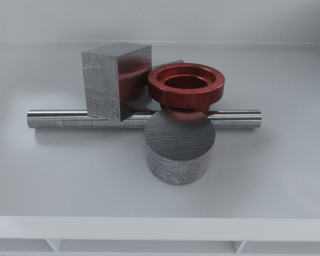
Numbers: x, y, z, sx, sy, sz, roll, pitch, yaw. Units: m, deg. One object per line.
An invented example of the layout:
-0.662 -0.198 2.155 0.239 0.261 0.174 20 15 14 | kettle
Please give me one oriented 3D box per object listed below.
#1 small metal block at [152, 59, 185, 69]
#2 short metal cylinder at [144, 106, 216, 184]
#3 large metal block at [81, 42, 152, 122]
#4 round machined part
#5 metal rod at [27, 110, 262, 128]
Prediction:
0.020 -0.073 0.466 0.050 0.025 0.050 -16 52 -14 | small metal block
0.022 0.020 0.369 0.081 0.050 0.080 0 50 0 | short metal cylinder
-0.052 -0.063 0.401 0.050 0.079 0.080 12 27 24 | large metal block
0.034 -0.049 0.408 0.099 0.042 0.098 0 33 0 | round machined part
-0.019 -0.012 0.411 0.302 0.025 0.025 0 50 -1 | metal rod
